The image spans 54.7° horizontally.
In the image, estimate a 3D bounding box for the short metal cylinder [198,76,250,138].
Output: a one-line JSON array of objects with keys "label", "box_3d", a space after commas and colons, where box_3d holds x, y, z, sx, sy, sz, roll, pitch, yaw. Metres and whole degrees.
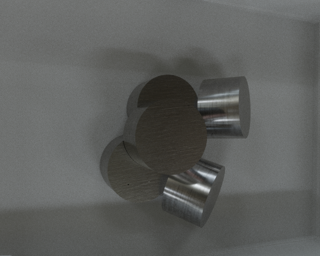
[{"label": "short metal cylinder", "box_3d": [0.086, -0.026, 0.407, 0.080, 0.050, 0.079, -2, 90, -64]}]

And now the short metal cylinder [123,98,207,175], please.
[{"label": "short metal cylinder", "box_3d": [0.005, 0.009, 0.344, 0.081, 0.050, 0.079, 0, 90, -21]}]

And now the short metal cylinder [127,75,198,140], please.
[{"label": "short metal cylinder", "box_3d": [0.003, -0.025, 0.397, 0.081, 0.050, 0.079, 0, 90, -21]}]

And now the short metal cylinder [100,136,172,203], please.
[{"label": "short metal cylinder", "box_3d": [-0.030, 0.048, 0.386, 0.081, 0.050, 0.079, 0, 90, -21]}]

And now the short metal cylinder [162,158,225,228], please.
[{"label": "short metal cylinder", "box_3d": [0.043, 0.077, 0.390, 0.050, 0.080, 0.080, 19, 82, 22]}]
